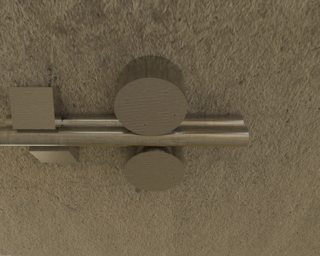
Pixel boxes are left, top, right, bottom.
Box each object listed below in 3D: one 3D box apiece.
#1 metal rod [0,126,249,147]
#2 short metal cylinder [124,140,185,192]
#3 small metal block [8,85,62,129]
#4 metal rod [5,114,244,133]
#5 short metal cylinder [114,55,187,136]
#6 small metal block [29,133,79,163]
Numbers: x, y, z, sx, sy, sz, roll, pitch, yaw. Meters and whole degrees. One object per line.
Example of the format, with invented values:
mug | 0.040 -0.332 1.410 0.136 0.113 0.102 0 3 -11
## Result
metal rod | -0.044 0.010 0.384 0.302 0.025 0.025 0 130 0
short metal cylinder | -0.007 0.043 0.429 0.081 0.050 0.079 0 130 0
small metal block | -0.149 -0.025 0.373 0.050 0.025 0.050 0 103 0
metal rod | -0.045 -0.005 0.404 0.302 0.025 0.025 0 130 -1
short metal cylinder | -0.010 -0.037 0.360 0.081 0.050 0.079 0 130 0
small metal block | -0.140 0.028 0.418 0.050 0.025 0.050 0 157 -1
